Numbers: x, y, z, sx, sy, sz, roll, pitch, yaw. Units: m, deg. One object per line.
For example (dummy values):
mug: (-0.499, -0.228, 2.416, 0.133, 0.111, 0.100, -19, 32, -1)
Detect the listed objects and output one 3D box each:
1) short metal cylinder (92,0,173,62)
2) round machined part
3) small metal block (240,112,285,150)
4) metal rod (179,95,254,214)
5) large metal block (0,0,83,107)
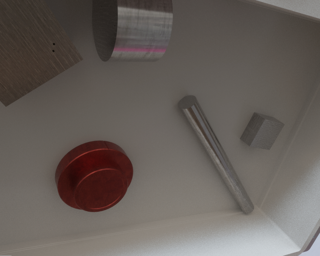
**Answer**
short metal cylinder: (-0.029, -0.104, 0.294, 0.050, 0.080, 0.079, -6, 121, -26)
round machined part: (-0.080, 0.068, 0.397, 0.099, 0.042, 0.097, -14, 125, -21)
small metal block: (0.167, 0.006, 0.507, 0.050, 0.025, 0.050, 11, 113, -33)
metal rod: (0.103, 0.060, 0.504, 0.025, 0.025, 0.300, -38, 130, -3)
large metal block: (-0.129, -0.080, 0.273, 0.080, 0.050, 0.080, -34, 129, -6)
